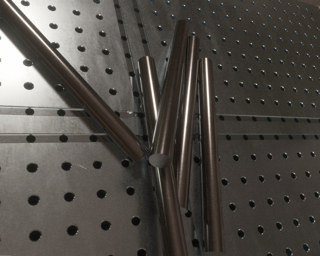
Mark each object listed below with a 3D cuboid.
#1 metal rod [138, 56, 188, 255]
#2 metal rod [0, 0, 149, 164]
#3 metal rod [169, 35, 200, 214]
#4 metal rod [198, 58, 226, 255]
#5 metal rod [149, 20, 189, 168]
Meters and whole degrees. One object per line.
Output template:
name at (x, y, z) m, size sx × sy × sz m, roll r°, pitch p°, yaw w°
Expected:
metal rod at (0.000, 0.028, 0.378) m, size 0.025 × 0.025 × 0.299 m, roll 8°, pitch 54°, yaw -25°
metal rod at (-0.124, -0.074, 0.387) m, size 0.300 × 0.025 × 0.025 m, roll 47°, pitch 51°, yaw 4°
metal rod at (0.038, -0.026, 0.446) m, size 0.025 × 0.025 × 0.300 m, roll 20°, pitch 54°, yaw -17°
metal rod at (0.069, 0.018, 0.435) m, size 0.025 × 0.025 × 0.300 m, roll 16°, pitch 55°, yaw -20°
metal rod at (0.019, -0.071, 0.435) m, size 0.025 × 0.025 × 0.300 m, roll 24°, pitch 44°, yaw -14°
